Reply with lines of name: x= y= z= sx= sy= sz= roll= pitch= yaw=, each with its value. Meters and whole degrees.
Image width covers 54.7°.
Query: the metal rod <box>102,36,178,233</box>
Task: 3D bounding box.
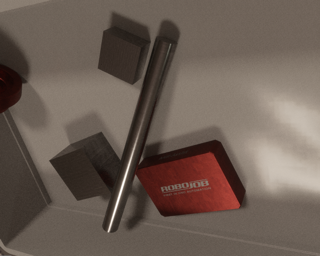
metal rod: x=-0.035 y=0.028 z=0.412 sx=0.025 sy=0.025 sz=0.298 roll=25 pitch=118 yaw=12

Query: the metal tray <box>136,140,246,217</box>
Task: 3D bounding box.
metal tray: x=0.039 y=0.074 z=0.430 sx=0.130 sy=0.030 sz=0.090 roll=-18 pitch=109 yaw=34

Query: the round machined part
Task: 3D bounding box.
round machined part: x=-0.260 y=-0.055 z=0.462 sx=0.098 sy=0.098 sz=0.042 roll=30 pitch=128 yaw=9

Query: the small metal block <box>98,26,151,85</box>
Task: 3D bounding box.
small metal block: x=-0.044 y=-0.088 z=0.376 sx=0.050 sy=0.025 sz=0.050 roll=27 pitch=128 yaw=11

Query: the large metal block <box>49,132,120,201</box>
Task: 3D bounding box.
large metal block: x=-0.111 y=0.061 z=0.486 sx=0.080 sy=0.050 sz=0.080 roll=-20 pitch=107 yaw=35
